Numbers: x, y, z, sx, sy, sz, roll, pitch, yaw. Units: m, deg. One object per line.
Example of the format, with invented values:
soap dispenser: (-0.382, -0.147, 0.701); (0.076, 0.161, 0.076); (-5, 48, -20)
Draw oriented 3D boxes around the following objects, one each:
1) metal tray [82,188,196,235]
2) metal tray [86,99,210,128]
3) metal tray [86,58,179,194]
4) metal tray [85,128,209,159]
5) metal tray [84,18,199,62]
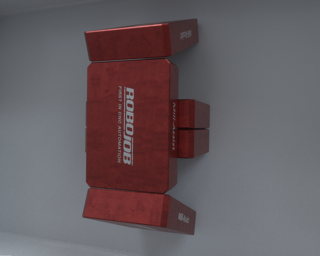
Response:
metal tray: (-0.016, 0.099, 0.357); (0.090, 0.130, 0.030); (1, 69, 19)
metal tray: (-0.012, -0.016, 0.379); (0.130, 0.090, 0.030); (1, 91, 20)
metal tray: (-0.029, -0.003, 0.320); (0.090, 0.030, 0.129); (1, 90, 19)
metal tray: (-0.012, 0.015, 0.380); (0.130, 0.090, 0.030); (1, 91, 20)
metal tray: (-0.013, -0.104, 0.357); (0.090, 0.131, 0.030); (1, 111, 20)
